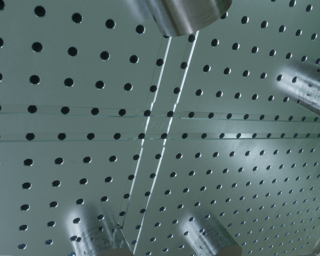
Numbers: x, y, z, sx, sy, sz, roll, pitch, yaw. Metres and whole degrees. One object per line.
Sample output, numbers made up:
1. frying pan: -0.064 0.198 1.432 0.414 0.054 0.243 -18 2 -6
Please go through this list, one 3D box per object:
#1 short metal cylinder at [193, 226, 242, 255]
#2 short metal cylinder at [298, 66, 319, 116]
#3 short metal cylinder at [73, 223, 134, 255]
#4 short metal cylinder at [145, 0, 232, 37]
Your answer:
1. short metal cylinder: 0.112 0.239 0.604 0.081 0.050 0.079 -14 124 -21
2. short metal cylinder: 0.280 -0.058 0.512 0.081 0.050 0.079 -14 124 -21
3. short metal cylinder: -0.085 0.191 0.467 0.081 0.050 0.079 -14 124 -21
4. short metal cylinder: 0.025 -0.135 0.305 0.080 0.080 0.050 -36 129 -4
